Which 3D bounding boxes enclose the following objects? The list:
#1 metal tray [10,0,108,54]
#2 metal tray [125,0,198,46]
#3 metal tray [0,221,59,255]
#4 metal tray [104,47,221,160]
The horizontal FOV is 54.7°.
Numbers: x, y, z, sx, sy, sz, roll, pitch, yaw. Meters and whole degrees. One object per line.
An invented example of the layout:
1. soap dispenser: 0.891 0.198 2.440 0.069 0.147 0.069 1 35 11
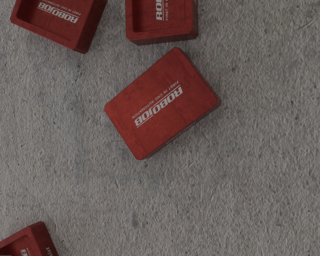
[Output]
1. metal tray: -0.152 -0.175 0.459 0.130 0.030 0.090 26 98 18
2. metal tray: 0.001 -0.180 0.405 0.090 0.030 0.129 -1 90 20
3. metal tray: -0.196 0.222 0.475 0.090 0.030 0.130 -31 80 17
4. metal tray: 0.001 -0.030 0.406 0.130 0.030 0.090 -37 78 16
